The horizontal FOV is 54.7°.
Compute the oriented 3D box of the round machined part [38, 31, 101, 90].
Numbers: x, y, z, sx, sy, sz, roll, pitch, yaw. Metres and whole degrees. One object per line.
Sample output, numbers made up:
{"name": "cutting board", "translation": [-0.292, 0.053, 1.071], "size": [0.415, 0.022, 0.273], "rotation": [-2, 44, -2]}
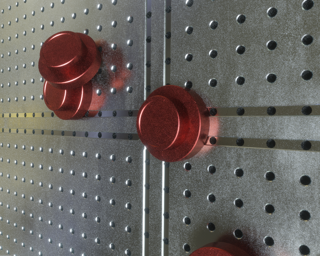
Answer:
{"name": "round machined part", "translation": [-0.146, -0.112, 0.485], "size": [0.098, 0.042, 0.098], "rotation": [-5, 65, 11]}

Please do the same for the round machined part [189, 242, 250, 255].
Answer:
{"name": "round machined part", "translation": [0.074, 0.173, 0.336], "size": [0.098, 0.042, 0.097], "rotation": [0, 90, 39]}

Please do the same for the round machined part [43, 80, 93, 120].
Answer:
{"name": "round machined part", "translation": [-0.163, -0.062, 0.530], "size": [0.098, 0.042, 0.097], "rotation": [0, 90, 39]}

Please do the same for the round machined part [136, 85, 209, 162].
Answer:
{"name": "round machined part", "translation": [0.009, -0.005, 0.389], "size": [0.098, 0.042, 0.097], "rotation": [0, 90, 39]}
